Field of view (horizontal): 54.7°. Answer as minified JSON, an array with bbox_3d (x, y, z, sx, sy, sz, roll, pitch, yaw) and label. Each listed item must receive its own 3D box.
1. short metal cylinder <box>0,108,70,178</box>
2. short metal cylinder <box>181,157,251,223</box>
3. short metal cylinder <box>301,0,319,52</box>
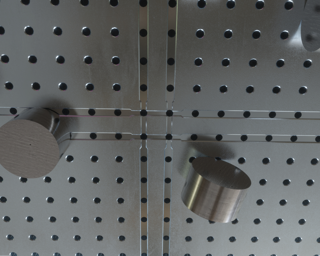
[{"bbox_3d":[-0.165,0.018,0.405,0.081,0.050,0.079,0,110,0],"label":"short metal cylinder"},{"bbox_3d":[0.074,0.080,0.414,0.080,0.080,0.050,14,110,-6],"label":"short metal cylinder"},{"bbox_3d":[0.199,-0.122,0.341,0.050,0.080,0.079,5,110,-2],"label":"short metal cylinder"}]
